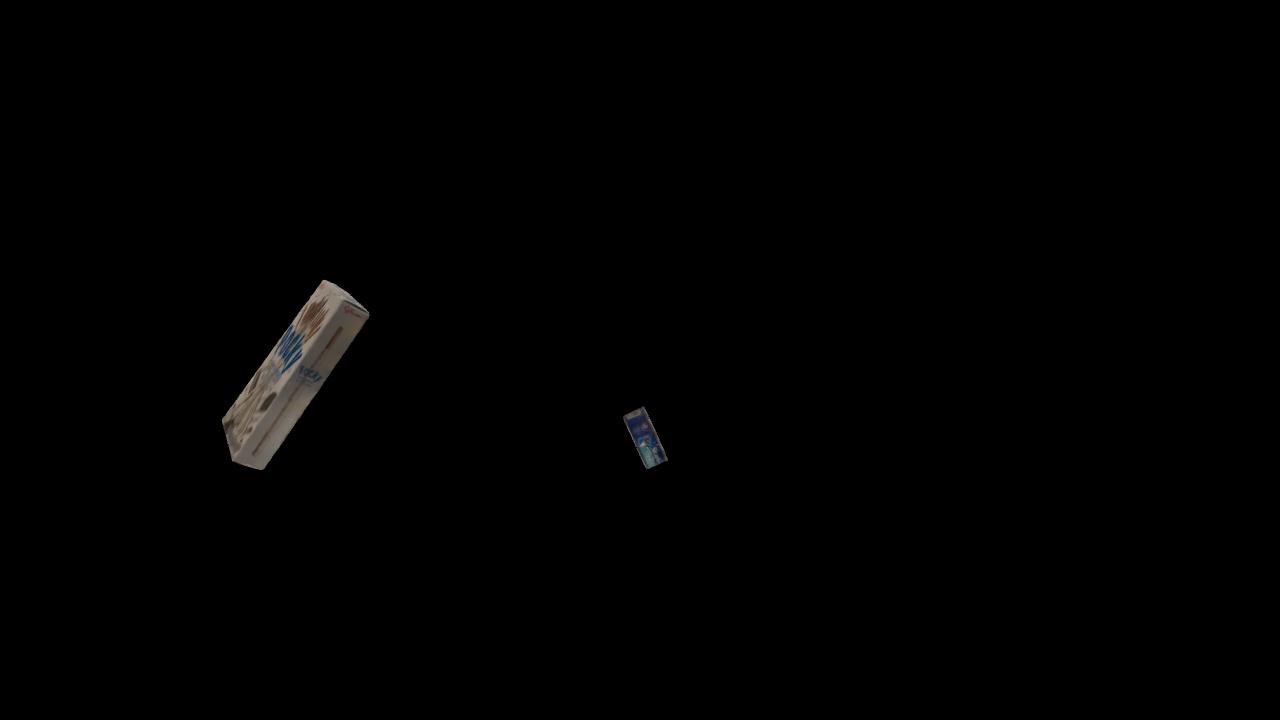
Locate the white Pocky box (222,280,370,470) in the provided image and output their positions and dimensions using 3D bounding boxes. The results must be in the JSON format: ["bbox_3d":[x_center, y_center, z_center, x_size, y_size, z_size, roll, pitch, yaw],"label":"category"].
[{"bbox_3d":[-0.293,0.008,0.522,0.028,0.154,0.084,37,-7,-41],"label":"white Pocky box"}]

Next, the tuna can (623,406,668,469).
[{"bbox_3d":[0.007,0.110,0.865,0.034,0.084,0.084,-24,2,-4],"label":"tuna can"}]
